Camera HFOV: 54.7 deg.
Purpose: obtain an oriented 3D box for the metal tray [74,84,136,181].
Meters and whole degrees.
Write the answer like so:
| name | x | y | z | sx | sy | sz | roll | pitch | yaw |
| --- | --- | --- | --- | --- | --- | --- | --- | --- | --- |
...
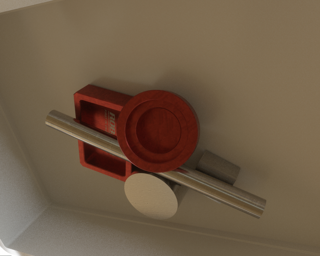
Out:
| name | x | y | z | sx | sy | sz | roll | pitch | yaw |
| --- | --- | --- | --- | --- | --- | --- | --- | --- | --- |
| metal tray | -0.073 | 0.010 | 0.445 | 0.090 | 0.030 | 0.129 | 17 | 125 | 18 |

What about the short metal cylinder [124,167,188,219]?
| name | x | y | z | sx | sy | sz | roll | pitch | yaw |
| --- | --- | --- | --- | --- | --- | --- | --- | --- | --- |
| short metal cylinder | -0.003 | 0.082 | 0.440 | 0.080 | 0.050 | 0.079 | 13 | 124 | 20 |

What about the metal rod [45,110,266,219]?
| name | x | y | z | sx | sy | sz | roll | pitch | yaw |
| --- | --- | --- | --- | --- | --- | --- | --- | --- | --- |
| metal rod | -0.014 | 0.042 | 0.401 | 0.301 | 0.025 | 0.025 | 22 | 127 | 11 |

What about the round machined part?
| name | x | y | z | sx | sy | sz | roll | pitch | yaw |
| --- | --- | --- | --- | --- | --- | --- | --- | --- | --- |
| round machined part | 0.000 | 0.002 | 0.380 | 0.098 | 0.042 | 0.097 | 2 | 97 | 14 |

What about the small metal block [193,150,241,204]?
| name | x | y | z | sx | sy | sz | roll | pitch | yaw |
| --- | --- | --- | --- | --- | --- | --- | --- | --- | --- |
| small metal block | 0.070 | 0.065 | 0.409 | 0.050 | 0.025 | 0.050 | 28 | 128 | 10 |
